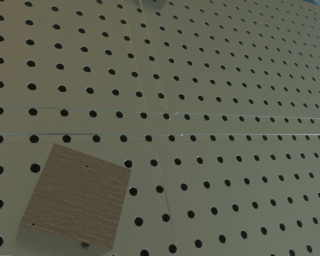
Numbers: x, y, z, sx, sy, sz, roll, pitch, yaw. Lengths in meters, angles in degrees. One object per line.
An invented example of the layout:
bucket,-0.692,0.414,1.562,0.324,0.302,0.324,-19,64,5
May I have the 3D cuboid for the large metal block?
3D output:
large metal block,-0.082,0.072,0.304,0.080,0.050,0.080,22,54,-15
